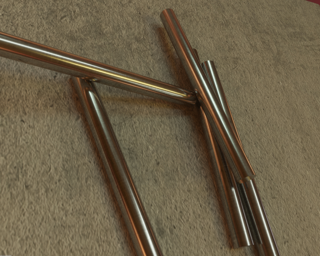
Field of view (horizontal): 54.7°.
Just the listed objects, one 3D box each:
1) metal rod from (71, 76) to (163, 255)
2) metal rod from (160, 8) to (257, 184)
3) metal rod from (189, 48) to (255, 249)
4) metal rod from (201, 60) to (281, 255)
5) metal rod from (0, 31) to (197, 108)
[{"bbox_3d":[-0.044,0.055,0.346,0.025,0.025,0.299,-12,68,-33],"label":"metal rod"},{"bbox_3d":[0.059,-0.062,0.444,0.025,0.025,0.299,-4,59,-30],"label":"metal rod"},{"bbox_3d":[0.075,0.011,0.436,0.025,0.025,0.299,3,60,-27],"label":"metal rod"},{"bbox_3d":[0.106,0.029,0.442,0.025,0.025,0.299,2,61,-28],"label":"metal rod"},{"bbox_3d":[-0.077,-0.068,0.371,0.302,0.025,0.025,12,56,-34],"label":"metal rod"}]
